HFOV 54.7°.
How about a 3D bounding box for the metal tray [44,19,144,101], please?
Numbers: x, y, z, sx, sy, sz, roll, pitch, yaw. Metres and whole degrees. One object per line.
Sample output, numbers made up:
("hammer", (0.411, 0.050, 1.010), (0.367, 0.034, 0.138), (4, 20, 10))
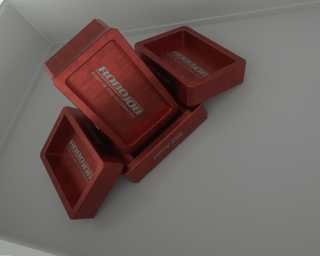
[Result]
("metal tray", (-0.073, -0.066, 0.412), (0.090, 0.130, 0.030), (-43, 51, -1))

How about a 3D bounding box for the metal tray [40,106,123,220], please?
("metal tray", (-0.108, 0.042, 0.407), (0.130, 0.030, 0.090), (46, 112, 38))

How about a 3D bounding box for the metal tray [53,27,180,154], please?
("metal tray", (-0.049, -0.041, 0.370), (0.090, 0.130, 0.030), (-42, 28, -1))

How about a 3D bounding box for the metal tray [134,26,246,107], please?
("metal tray", (0.036, -0.088, 0.412), (0.091, 0.030, 0.130), (-26, 48, -21))

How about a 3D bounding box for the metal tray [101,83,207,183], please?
("metal tray", (-0.014, -0.003, 0.408), (0.130, 0.030, 0.090), (-43, 51, -2))
